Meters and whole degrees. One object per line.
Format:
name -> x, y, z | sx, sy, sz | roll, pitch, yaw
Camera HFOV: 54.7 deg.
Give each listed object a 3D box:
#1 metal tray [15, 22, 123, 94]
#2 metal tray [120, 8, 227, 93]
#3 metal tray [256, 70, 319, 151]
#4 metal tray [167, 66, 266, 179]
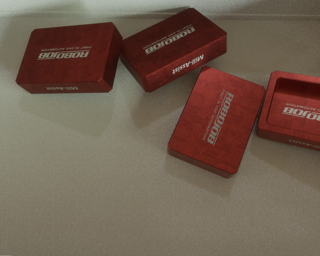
metal tray -> -0.122, -0.094, 0.421 | 0.130, 0.030, 0.090 | 1, 69, 18
metal tray -> 0.016, -0.112, 0.432 | 0.131, 0.030, 0.090 | -29, 52, -10
metal tray -> 0.200, -0.019, 0.397 | 0.130, 0.030, 0.090 | 14, 71, 20
metal tray -> 0.075, -0.010, 0.411 | 0.090, 0.030, 0.130 | 22, 71, 8
